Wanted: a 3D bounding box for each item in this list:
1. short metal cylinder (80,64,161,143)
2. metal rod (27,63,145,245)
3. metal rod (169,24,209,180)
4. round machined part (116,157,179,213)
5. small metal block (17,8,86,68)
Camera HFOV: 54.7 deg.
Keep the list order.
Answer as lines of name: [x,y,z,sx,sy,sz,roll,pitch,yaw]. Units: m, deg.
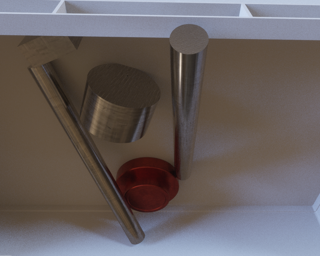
short metal cylinder: [-0.045,-0.029,0.348,0.081,0.080,0.050,14,129,-12]
metal rod: [-0.086,0.050,0.416,0.025,0.025,0.299,-16,118,12]
metal rod: [0.027,0.005,0.334,0.025,0.025,0.299,-3,155,2]
round machined part: [-0.020,0.094,0.478,0.099,0.042,0.097,-1,130,0]
small metal block: [-0.107,-0.092,0.313,0.050,0.050,0.025,-18,128,14]
